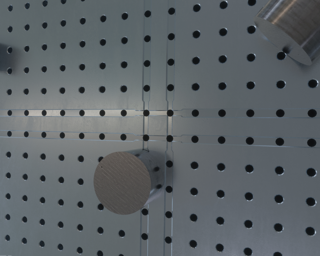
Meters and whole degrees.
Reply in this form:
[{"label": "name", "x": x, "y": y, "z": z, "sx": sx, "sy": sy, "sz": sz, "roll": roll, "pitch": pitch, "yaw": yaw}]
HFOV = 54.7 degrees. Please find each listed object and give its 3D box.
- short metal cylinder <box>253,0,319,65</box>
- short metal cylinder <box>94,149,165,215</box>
[{"label": "short metal cylinder", "x": 0.148, "y": -0.112, "z": 0.331, "sx": 0.080, "sy": 0.080, "sz": 0.050, "roll": 44, "pitch": 104, "yaw": 14}, {"label": "short metal cylinder", "x": -0.040, "y": 0.069, "z": 0.413, "sx": 0.080, "sy": 0.050, "sz": 0.079, "roll": 0, "pitch": 90, "yaw": 20}]
